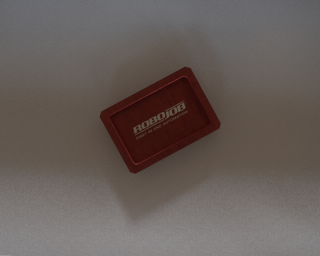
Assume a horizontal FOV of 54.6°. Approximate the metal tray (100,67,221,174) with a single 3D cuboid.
[{"bbox_3d":[0.000,-0.010,0.406,0.130,0.030,0.090,-28,90,-1],"label":"metal tray"}]
